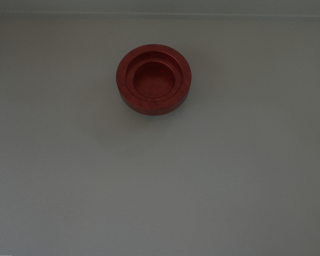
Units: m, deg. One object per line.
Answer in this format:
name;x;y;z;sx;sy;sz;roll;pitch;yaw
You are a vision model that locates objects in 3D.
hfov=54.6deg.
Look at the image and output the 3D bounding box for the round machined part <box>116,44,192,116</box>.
round machined part;-0.008;-0.062;0.423;0.099;0.042;0.098;0;70;0
